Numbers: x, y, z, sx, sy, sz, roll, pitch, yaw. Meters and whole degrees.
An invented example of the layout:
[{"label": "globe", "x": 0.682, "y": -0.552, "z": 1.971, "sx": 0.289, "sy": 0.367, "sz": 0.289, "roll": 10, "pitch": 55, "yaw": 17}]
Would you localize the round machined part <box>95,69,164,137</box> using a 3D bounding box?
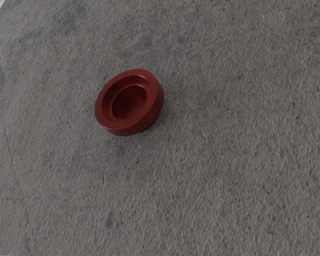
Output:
[{"label": "round machined part", "x": -0.038, "y": -0.031, "z": 0.433, "sx": 0.098, "sy": 0.042, "sz": 0.098, "roll": -13, "pitch": 56, "yaw": 21}]
